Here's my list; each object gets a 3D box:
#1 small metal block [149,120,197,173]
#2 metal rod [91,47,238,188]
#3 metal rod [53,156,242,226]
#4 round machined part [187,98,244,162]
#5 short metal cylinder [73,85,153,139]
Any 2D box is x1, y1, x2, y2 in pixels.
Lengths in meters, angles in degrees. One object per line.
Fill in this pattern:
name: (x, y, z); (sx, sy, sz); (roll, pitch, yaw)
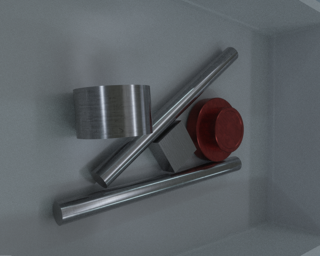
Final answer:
small metal block: (0.017, 0.024, 0.420); (0.050, 0.025, 0.050); (-43, 116, -32)
metal rod: (0.024, -0.031, 0.427); (0.301, 0.025, 0.025); (-44, 117, -31)
metal rod: (0.010, 0.073, 0.415); (0.302, 0.025, 0.025); (-7, 95, -40)
round machined part: (0.090, 0.002, 0.470); (0.099, 0.042, 0.097); (0, 90, -40)
short metal cylinder: (-0.049, -0.017, 0.330); (0.081, 0.080, 0.050); (-7, 95, -40)
